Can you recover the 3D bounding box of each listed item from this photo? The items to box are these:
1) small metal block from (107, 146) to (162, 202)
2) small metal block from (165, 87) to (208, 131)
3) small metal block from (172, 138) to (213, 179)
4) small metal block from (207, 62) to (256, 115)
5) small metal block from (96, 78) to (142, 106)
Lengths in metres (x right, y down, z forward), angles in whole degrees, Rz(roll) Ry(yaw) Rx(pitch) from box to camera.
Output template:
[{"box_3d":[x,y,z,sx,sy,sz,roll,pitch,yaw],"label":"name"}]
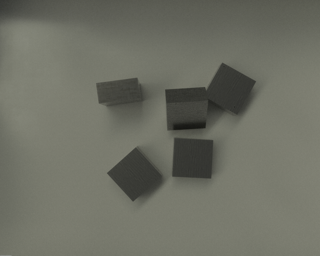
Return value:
[{"box_3d":[-0.033,0.060,0.411,0.050,0.025,0.050,-42,90,0],"label":"small metal block"},{"box_3d":[0.033,-0.024,0.397,0.050,0.050,0.025,-4,48,0],"label":"small metal block"},{"box_3d":[0.042,0.039,0.412,0.050,0.025,0.050,3,90,0],"label":"small metal block"},{"box_3d":[0.090,-0.051,0.412,0.050,0.025,0.050,29,90,0],"label":"small metal block"},{"box_3d":[-0.050,-0.045,0.398,0.050,0.050,0.025,-8,90,0],"label":"small metal block"}]
